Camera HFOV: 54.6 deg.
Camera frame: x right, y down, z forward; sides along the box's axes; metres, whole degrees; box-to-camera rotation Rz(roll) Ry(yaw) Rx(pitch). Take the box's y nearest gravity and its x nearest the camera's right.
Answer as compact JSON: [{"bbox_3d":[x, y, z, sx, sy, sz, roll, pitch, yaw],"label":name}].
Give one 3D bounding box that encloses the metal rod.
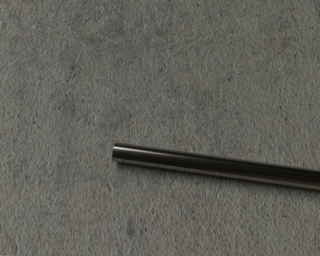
[{"bbox_3d":[0.091,0.050,0.390,0.301,0.025,0.025,8,70,2],"label":"metal rod"}]
